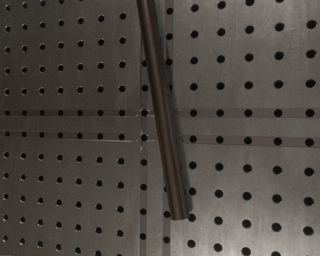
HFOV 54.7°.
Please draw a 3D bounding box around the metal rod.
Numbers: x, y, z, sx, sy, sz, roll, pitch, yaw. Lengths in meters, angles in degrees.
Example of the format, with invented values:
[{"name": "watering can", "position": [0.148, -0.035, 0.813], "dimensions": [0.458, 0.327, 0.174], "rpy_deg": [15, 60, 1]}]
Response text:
[{"name": "metal rod", "position": [0.003, -0.031, 0.410], "dimensions": [0.025, 0.025, 0.298], "rpy_deg": [-10, 87, 19]}]
